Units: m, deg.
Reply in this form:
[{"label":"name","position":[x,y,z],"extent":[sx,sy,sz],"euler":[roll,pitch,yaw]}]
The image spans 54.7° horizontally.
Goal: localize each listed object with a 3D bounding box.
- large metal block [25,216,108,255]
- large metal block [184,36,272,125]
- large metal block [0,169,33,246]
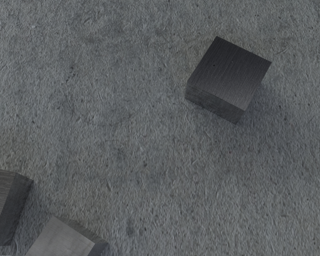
[{"label":"large metal block","position":[-0.104,0.144,0.326],"extent":[0.050,0.080,0.080],"euler":[30,73,10]},{"label":"large metal block","position":[0.090,-0.064,0.419],"extent":[0.080,0.050,0.080],"euler":[29,73,10]},{"label":"large metal block","position":[-0.209,0.087,0.361],"extent":[0.080,0.050,0.080],"euler":[11,70,4]}]
